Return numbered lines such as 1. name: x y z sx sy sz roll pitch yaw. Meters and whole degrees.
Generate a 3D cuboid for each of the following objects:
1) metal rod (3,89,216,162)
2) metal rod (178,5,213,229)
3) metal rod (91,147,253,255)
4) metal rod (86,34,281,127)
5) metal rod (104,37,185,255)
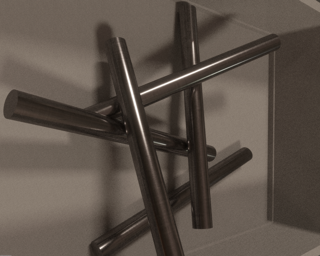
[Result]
1. metal rod: -0.023 0.010 0.363 0.302 0.025 0.025 17 80 -47
2. metal rod: 0.046 -0.023 0.413 0.025 0.025 0.298 7 75 -40
3. metal rod: 0.039 0.092 0.441 0.302 0.025 0.025 -23 105 -38
4. metal rod: 0.038 -0.064 0.391 0.302 0.025 0.025 -25 107 -22
5. metal rod: -0.011 0.044 0.311 0.025 0.025 0.299 -3 71 -40
